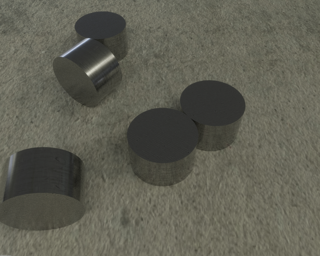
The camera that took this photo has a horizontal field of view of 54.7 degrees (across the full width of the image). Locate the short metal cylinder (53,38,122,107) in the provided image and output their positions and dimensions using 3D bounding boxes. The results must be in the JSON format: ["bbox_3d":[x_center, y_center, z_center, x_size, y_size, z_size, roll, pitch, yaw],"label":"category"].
[{"bbox_3d":[-0.100,-0.076,0.430,0.080,0.080,0.050,28,55,21],"label":"short metal cylinder"}]

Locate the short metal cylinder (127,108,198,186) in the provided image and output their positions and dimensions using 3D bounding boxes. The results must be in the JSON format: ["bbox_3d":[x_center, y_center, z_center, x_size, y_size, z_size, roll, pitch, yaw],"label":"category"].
[{"bbox_3d":[0.003,0.022,0.369,0.081,0.050,0.080,0,50,0],"label":"short metal cylinder"}]

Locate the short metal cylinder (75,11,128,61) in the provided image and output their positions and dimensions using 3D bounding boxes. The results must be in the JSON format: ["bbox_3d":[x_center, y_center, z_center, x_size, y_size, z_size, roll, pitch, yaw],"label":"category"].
[{"bbox_3d":[-0.095,-0.148,0.511,0.081,0.050,0.080,0,50,0],"label":"short metal cylinder"}]

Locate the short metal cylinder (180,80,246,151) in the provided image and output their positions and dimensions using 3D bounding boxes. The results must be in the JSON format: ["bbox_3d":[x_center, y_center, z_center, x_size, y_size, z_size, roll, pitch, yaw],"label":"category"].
[{"bbox_3d":[0.065,-0.017,0.402,0.081,0.050,0.080,1,50,0],"label":"short metal cylinder"}]

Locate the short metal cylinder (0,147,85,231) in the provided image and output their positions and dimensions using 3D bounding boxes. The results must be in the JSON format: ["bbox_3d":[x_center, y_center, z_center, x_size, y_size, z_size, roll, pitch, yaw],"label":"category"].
[{"bbox_3d":[-0.117,0.063,0.313,0.081,0.080,0.050,-7,51,-6],"label":"short metal cylinder"}]
